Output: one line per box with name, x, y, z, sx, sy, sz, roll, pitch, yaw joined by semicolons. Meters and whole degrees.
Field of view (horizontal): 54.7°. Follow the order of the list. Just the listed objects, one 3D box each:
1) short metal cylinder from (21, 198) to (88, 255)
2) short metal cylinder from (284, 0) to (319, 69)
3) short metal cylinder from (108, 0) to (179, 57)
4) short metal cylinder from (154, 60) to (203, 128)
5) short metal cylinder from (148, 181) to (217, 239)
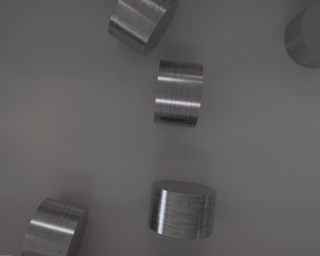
short metal cylinder;-0.127;0.132;0.383;0.050;0.080;0.080;15;90;0
short metal cylinder;0.211;-0.121;0.400;0.081;0.050;0.080;0;90;0
short metal cylinder;-0.020;-0.136;0.383;0.050;0.080;0.080;34;90;0
short metal cylinder;0.022;-0.042;0.384;0.050;0.080;0.080;6;90;0
short metal cylinder;0.027;0.098;0.384;0.080;0.080;0.050;6;90;0
